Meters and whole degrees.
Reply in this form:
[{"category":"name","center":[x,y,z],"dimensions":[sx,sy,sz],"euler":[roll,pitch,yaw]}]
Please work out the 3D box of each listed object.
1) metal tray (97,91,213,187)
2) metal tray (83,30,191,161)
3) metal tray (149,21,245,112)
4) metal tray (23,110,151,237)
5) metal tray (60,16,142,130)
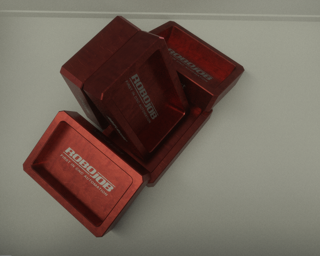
[{"category":"metal tray","center":[-0.005,0.000,0.405],"dimensions":[0.090,0.030,0.130],"euler":[37,74,12]},{"category":"metal tray","center":[-0.017,-0.031,0.350],"dimensions":[0.030,0.130,0.090],"euler":[31,71,35]},{"category":"metal tray","center":[0.038,-0.088,0.420],"dimensions":[0.130,0.030,0.090],"euler":[37,49,12]},{"category":"metal tray","center":[-0.088,0.051,0.367],"dimensions":[0.130,0.030,0.090],"euler":[38,98,12]},{"category":"metal tray","center":[-0.059,-0.059,0.372],"dimensions":[0.030,0.130,0.090],"euler":[38,75,13]}]
